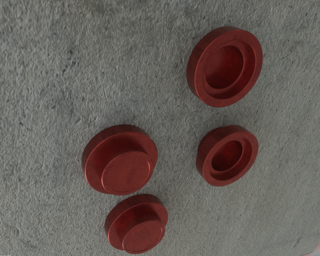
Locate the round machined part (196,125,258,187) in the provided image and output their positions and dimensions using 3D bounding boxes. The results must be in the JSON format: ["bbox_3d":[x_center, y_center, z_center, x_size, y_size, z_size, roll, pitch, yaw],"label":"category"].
[{"bbox_3d":[0.097,0.038,0.472,0.099,0.042,0.097,-14,124,-21],"label":"round machined part"}]

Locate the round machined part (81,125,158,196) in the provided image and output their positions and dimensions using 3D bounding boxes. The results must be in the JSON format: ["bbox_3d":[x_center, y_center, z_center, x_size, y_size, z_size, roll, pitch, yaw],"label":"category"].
[{"bbox_3d":[-0.047,0.048,0.399,0.099,0.042,0.097,-14,124,-21],"label":"round machined part"}]

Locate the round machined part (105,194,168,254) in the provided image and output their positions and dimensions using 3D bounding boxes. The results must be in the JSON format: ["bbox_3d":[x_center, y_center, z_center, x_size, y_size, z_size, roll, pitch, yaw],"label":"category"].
[{"bbox_3d":[-0.031,0.152,0.473,0.099,0.042,0.097,-14,124,-21],"label":"round machined part"}]

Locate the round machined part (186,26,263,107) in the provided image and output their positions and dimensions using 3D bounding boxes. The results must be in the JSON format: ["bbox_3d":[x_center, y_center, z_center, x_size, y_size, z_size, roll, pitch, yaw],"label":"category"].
[{"bbox_3d":[0.076,-0.078,0.388,0.099,0.042,0.097,-14,124,-21],"label":"round machined part"}]
